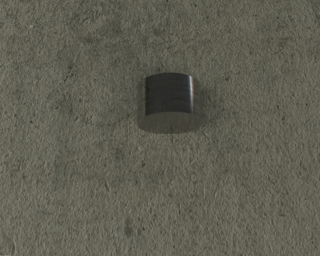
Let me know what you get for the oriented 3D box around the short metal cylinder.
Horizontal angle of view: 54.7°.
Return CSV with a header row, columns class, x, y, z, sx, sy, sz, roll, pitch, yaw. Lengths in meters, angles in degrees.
class,x,y,z,sx,sy,sz,roll,pitch,yaw
short metal cylinder,0.012,-0.028,0.391,0.081,0.080,0.050,-1,70,-1
